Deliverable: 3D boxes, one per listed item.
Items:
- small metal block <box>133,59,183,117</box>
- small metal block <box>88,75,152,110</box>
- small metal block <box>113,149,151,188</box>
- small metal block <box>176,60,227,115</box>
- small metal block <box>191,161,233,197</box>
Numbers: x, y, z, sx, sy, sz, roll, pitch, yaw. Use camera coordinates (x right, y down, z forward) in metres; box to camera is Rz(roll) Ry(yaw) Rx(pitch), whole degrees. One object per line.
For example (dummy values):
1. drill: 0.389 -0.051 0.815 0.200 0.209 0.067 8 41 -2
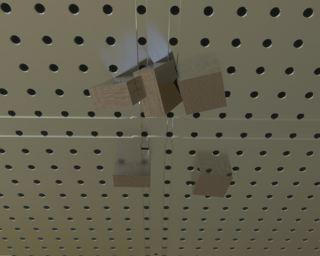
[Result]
1. small metal block: -0.001 -0.045 0.344 0.025 0.050 0.050 -5 110 28
2. small metal block: -0.042 -0.042 0.347 0.050 0.050 0.025 -5 109 29
3. small metal block: -0.038 0.057 0.443 0.050 0.050 0.025 2 130 -2
4. small metal block: 0.050 -0.047 0.372 0.050 0.025 0.050 -12 129 9
5. small metal block: 0.080 0.080 0.480 0.050 0.025 0.050 7 130 -6
